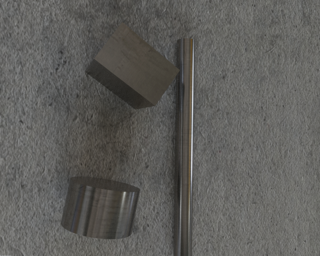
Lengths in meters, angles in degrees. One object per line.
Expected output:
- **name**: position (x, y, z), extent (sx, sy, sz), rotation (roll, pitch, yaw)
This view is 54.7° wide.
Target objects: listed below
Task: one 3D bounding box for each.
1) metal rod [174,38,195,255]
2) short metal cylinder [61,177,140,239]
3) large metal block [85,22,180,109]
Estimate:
- **metal rod**: position (0.033, 0.030, 0.421), extent (0.025, 0.025, 0.298), rotation (1, 90, -20)
- **short metal cylinder**: position (-0.067, 0.089, 0.355), extent (0.081, 0.080, 0.050), rotation (12, 86, -20)
- **large metal block**: position (-0.036, -0.067, 0.366), extent (0.080, 0.080, 0.050), rotation (37, 78, -17)
